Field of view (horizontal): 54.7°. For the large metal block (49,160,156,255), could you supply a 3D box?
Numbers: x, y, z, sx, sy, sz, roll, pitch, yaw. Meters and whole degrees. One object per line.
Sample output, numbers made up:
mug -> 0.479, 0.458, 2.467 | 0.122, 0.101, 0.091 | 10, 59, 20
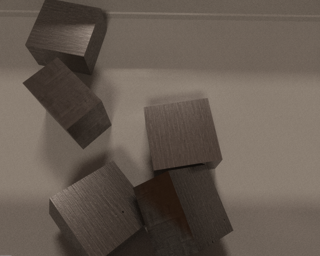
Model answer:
large metal block -> -0.065, 0.097, 0.346 | 0.081, 0.050, 0.080 | -30, 72, -34

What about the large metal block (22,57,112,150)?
large metal block -> -0.112, -0.028, 0.389 | 0.050, 0.080, 0.080 | -43, 76, -14

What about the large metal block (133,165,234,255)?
large metal block -> 0.027, 0.090, 0.339 | 0.050, 0.080, 0.080 | -31, 71, 31

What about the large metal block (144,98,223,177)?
large metal block -> 0.026, 0.014, 0.392 | 0.081, 0.050, 0.080 | -9, 70, -4

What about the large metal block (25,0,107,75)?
large metal block -> -0.130, -0.129, 0.442 | 0.080, 0.050, 0.080 | 12, 70, 4
